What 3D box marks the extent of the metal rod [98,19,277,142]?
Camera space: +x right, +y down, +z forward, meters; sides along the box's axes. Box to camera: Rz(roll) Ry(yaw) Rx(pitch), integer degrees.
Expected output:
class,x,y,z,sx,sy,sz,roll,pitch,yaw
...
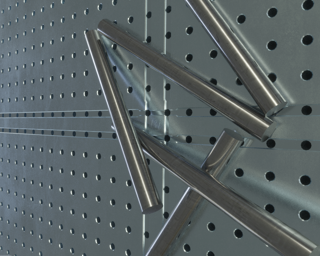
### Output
class,x,y,z,sx,sy,sz,roll,pitch,yaw
metal rod,0.013,-0.076,0.396,0.300,0.025,0.025,39,114,32

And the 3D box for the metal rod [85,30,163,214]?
class,x,y,z,sx,sy,sz,roll,pitch,yaw
metal rod,-0.058,-0.028,0.421,0.025,0.025,0.299,-43,54,31

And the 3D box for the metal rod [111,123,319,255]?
class,x,y,z,sx,sy,sz,roll,pitch,yaw
metal rod,0.030,0.049,0.351,0.300,0.025,0.025,31,110,45

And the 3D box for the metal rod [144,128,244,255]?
class,x,y,z,sx,sy,sz,roll,pitch,yaw
metal rod,0.016,0.130,0.394,0.025,0.025,0.298,42,115,31

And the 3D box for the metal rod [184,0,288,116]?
class,x,y,z,sx,sy,sz,roll,pitch,yaw
metal rod,0.050,-0.141,0.366,0.025,0.025,0.299,-42,65,31
